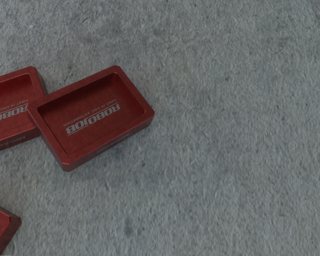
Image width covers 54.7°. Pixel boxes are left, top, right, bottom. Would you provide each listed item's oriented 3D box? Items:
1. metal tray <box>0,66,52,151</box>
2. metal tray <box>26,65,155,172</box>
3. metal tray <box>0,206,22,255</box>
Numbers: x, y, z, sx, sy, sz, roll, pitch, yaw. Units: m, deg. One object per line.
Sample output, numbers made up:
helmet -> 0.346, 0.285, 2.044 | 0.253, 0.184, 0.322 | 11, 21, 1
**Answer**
metal tray -> -0.213, -0.019, 0.409 | 0.131, 0.030, 0.090 | -21, 72, -8
metal tray -> -0.084, -0.016, 0.390 | 0.131, 0.030, 0.090 | -31, 76, -26
metal tray -> -0.236, 0.141, 0.350 | 0.090, 0.030, 0.130 | 26, 72, 9
